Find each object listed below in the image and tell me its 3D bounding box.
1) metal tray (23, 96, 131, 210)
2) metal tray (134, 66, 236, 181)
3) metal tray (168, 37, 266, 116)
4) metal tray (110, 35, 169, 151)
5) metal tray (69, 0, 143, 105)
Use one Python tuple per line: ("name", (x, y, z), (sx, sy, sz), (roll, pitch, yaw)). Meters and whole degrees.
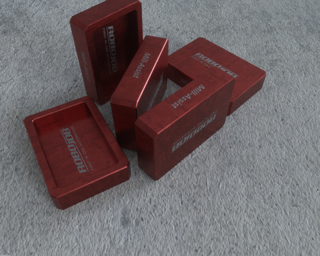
("metal tray", (-0.103, 0.024, 0.380), (0.091, 0.030, 0.130), (-23, 54, -19))
("metal tray", (0.031, -0.006, 0.367), (0.131, 0.089, 0.030), (-36, 59, -27))
("metal tray", (0.080, -0.083, 0.472), (0.091, 0.030, 0.130), (-37, 59, -27))
("metal tray", (-0.021, -0.046, 0.401), (0.030, 0.089, 0.130), (13, 51, 10))
("metal tray", (-0.065, -0.104, 0.423), (0.030, 0.129, 0.090), (36, 58, 26))
